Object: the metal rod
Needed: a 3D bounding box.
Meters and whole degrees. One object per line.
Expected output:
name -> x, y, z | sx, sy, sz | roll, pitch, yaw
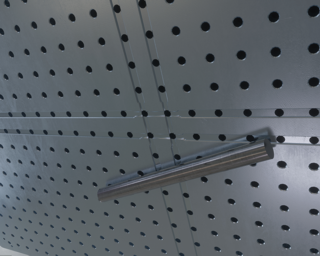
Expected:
metal rod -> 0.014, 0.070, 0.447 | 0.299, 0.025, 0.025 | -22, 107, 36
